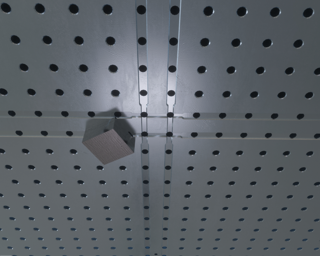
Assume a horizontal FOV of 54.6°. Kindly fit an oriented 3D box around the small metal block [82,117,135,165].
[{"bbox_3d":[-0.069,0.019,0.427,0.050,0.025,0.050,-23,127,18],"label":"small metal block"}]
